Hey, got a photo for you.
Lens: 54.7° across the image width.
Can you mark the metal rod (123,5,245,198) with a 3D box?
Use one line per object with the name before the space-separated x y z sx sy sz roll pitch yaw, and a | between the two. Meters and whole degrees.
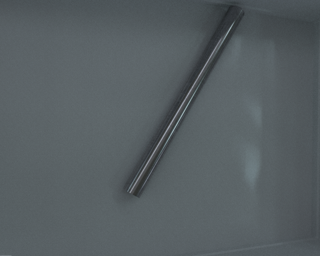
metal rod | 0.038 -0.043 0.425 0.025 0.025 0.300 34 79 -17
